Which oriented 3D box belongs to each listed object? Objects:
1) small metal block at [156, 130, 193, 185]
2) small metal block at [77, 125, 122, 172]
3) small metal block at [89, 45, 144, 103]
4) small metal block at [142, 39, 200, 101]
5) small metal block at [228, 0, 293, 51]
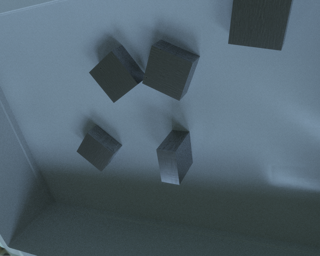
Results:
[{"bbox_3d":[0.021,0.037,0.405,0.025,0.050,0.050,6,121,25],"label":"small metal block"},{"bbox_3d":[-0.094,0.032,0.478,0.050,0.025,0.050,39,129,1],"label":"small metal block"},{"bbox_3d":[-0.054,-0.068,0.395,0.050,0.025,0.050,-31,101,38],"label":"small metal block"},{"bbox_3d":[0.012,-0.067,0.361,0.050,0.025,0.050,27,128,11],"label":"small metal block"},{"bbox_3d":[0.095,-0.105,0.294,0.050,0.025,0.050,14,124,20],"label":"small metal block"}]
